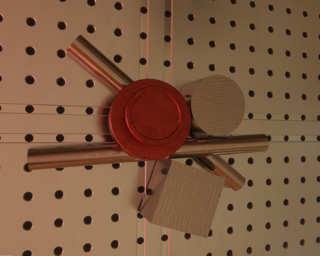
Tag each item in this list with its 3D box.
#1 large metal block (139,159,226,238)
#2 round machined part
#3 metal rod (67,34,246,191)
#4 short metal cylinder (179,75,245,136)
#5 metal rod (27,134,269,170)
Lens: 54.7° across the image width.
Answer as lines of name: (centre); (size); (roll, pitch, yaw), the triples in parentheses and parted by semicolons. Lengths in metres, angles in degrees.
large metal block: (0.029, 0.089, 0.409); (0.080, 0.050, 0.080); (21, 83, -19)
round machined part: (-0.009, -0.011, 0.365); (0.099, 0.042, 0.097); (2, 81, -14)
metal rod: (0.006, -0.011, 0.416); (0.300, 0.025, 0.025); (40, 77, -16)
short metal cylinder: (0.068, -0.029, 0.425); (0.081, 0.050, 0.079); (0, 90, -21)
metal rod: (-0.004, 0.028, 0.392); (0.302, 0.025, 0.025); (-3, 91, -13)
